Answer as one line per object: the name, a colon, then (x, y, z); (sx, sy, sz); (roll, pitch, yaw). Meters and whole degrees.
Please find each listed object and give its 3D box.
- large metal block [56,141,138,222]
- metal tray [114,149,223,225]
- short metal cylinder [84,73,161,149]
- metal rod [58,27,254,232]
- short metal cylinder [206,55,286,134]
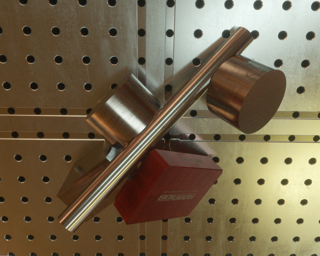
large metal block: (-0.077, 0.061, 0.405); (0.080, 0.080, 0.050); (-38, 106, 12)
metal tray: (0.016, 0.076, 0.396); (0.131, 0.030, 0.090); (13, 117, -50)
short metal cylinder: (-0.045, -0.020, 0.376); (0.080, 0.080, 0.050); (-41, 105, 13)
metal rod: (0.001, -0.004, 0.355); (0.025, 0.025, 0.300); (45, 82, -15)
short metal cylinder: (0.102, -0.040, 0.366); (0.081, 0.050, 0.079); (-24, 132, -29)
